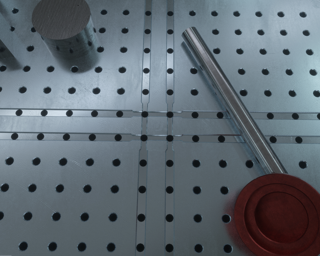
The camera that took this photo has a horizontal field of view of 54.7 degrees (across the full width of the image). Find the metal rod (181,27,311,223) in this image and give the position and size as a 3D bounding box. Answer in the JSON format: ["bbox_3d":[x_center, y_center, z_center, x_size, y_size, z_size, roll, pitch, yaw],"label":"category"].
[{"bbox_3d":[0.109,-0.016,0.418,0.025,0.025,0.299,-25,72,-9],"label":"metal rod"}]

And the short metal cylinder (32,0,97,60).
[{"bbox_3d":[-0.137,-0.147,0.451,0.081,0.050,0.080,0,70,0],"label":"short metal cylinder"}]

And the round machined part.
[{"bbox_3d":[0.138,0.100,0.353,0.098,0.042,0.097,-3,83,26],"label":"round machined part"}]

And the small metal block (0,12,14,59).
[{"bbox_3d":[-0.236,-0.136,0.446,0.025,0.050,0.050,-12,71,-4],"label":"small metal block"}]
